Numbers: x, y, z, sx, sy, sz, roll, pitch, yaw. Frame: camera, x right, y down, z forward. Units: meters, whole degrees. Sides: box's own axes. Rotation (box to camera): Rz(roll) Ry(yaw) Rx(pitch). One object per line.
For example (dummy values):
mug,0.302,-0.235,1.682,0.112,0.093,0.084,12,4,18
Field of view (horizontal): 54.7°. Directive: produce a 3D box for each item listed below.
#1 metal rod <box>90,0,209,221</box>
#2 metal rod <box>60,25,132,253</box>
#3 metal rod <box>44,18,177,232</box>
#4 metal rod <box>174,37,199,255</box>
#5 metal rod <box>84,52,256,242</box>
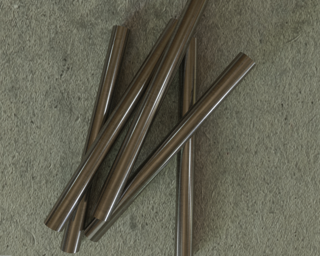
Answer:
metal rod,-0.012,-0.028,0.383,0.025,0.025,0.299,24,88,0
metal rod,-0.084,0.014,0.409,0.025,0.025,0.298,13,90,0
metal rod,-0.052,-0.009,0.391,0.025,0.025,0.299,31,83,0
metal rod,0.035,0.032,0.410,0.025,0.025,0.298,1,90,0
metal rod,0.007,0.029,0.389,0.025,0.025,0.299,41,98,0
